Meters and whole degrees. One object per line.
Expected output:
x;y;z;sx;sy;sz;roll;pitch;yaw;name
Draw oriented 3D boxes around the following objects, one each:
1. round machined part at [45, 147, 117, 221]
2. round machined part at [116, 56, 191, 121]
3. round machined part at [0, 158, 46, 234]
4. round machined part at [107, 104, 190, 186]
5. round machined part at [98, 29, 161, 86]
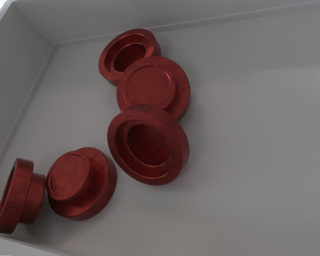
-0.110;0.069;0.411;0.098;0.042;0.098;-13;56;21;round machined part
-0.010;-0.048;0.405;0.098;0.042;0.097;-1;83;10;round machined part
-0.185;0.092;0.417;0.098;0.042;0.098;-42;38;45;round machined part
-0.010;0.016;0.367;0.098;0.097;0.042;3;27;29;round machined part
-0.042;-0.103;0.480;0.098;0.042;0.098;-13;56;21;round machined part
